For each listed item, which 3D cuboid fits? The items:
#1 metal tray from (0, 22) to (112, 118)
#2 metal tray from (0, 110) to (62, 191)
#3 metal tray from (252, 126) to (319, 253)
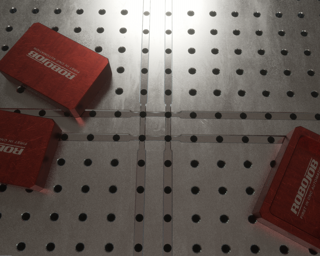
[{"bbox_3d":[-0.147,-0.084,0.438,0.130,0.030,0.090,29,72,9],"label":"metal tray"},{"bbox_3d":[-0.205,0.024,0.398,0.131,0.030,0.090,10,70,3],"label":"metal tray"},{"bbox_3d":[0.184,0.073,0.384,0.090,0.030,0.130,28,72,9],"label":"metal tray"}]
